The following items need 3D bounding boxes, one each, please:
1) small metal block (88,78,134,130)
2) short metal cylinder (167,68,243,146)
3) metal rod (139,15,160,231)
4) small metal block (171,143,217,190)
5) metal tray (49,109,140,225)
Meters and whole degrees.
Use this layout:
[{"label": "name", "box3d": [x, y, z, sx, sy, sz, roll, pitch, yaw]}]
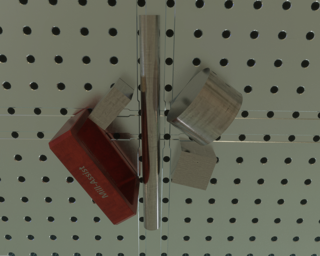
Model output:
[{"label": "small metal block", "box3d": [-0.060, -0.031, 0.387, 0.025, 0.050, 0.050, 40, 105, -14]}, {"label": "short metal cylinder", "box3d": [0.053, -0.026, 0.375, 0.050, 0.080, 0.080, 36, 106, -13]}, {"label": "metal rod", "box3d": [-0.012, 0.007, 0.415, 0.025, 0.025, 0.298, 0, 110, 0]}, {"label": "small metal block", "box3d": [0.047, 0.055, 0.435, 0.050, 0.025, 0.050, 14, 109, -6]}, {"label": "metal tray", "box3d": [-0.076, 0.047, 0.394, 0.030, 0.090, 0.130, -31, 108, 10]}]
